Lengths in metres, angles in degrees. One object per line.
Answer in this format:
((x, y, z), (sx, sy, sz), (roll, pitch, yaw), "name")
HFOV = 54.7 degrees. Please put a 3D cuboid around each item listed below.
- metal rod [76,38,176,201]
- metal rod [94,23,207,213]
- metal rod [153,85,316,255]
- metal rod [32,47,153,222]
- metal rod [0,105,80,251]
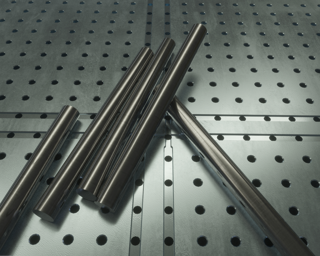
((-0.034, -0.034, 0.435), (0.025, 0.025, 0.301), (15, 51, 12), "metal rod")
((0.000, -0.032, 0.406), (0.025, 0.025, 0.300), (19, 61, 15), "metal rod")
((0.075, 0.044, 0.371), (0.025, 0.025, 0.300), (-24, 54, -19), "metal rod")
((-0.073, -0.015, 0.419), (0.025, 0.025, 0.301), (16, 52, 12), "metal rod")
((-0.160, 0.089, 0.330), (0.025, 0.025, 0.300), (12, 51, 9), "metal rod")
